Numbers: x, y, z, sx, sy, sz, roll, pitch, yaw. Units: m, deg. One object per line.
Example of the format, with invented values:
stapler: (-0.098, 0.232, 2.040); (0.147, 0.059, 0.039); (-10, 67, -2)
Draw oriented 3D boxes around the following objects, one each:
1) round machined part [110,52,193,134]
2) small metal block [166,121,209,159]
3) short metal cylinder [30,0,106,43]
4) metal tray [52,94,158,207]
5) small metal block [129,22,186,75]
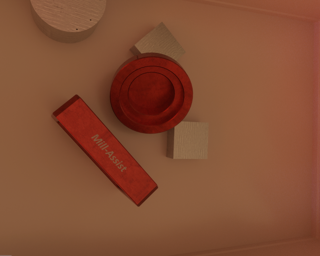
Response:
round machined part: (-0.012, -0.045, 0.384); (0.099, 0.042, 0.097); (-3, 116, -5)
small metal block: (0.038, 0.016, 0.426); (0.050, 0.025, 0.050); (2, 89, -21)
short metal cylinder: (-0.107, -0.144, 0.358); (0.081, 0.050, 0.079); (0, 90, -20)
metal tray: (-0.066, 0.025, 0.352); (0.030, 0.090, 0.130); (-43, 104, -15)
small metal block: (-0.003, -0.102, 0.410); (0.050, 0.025, 0.050); (-44, 104, -15)
